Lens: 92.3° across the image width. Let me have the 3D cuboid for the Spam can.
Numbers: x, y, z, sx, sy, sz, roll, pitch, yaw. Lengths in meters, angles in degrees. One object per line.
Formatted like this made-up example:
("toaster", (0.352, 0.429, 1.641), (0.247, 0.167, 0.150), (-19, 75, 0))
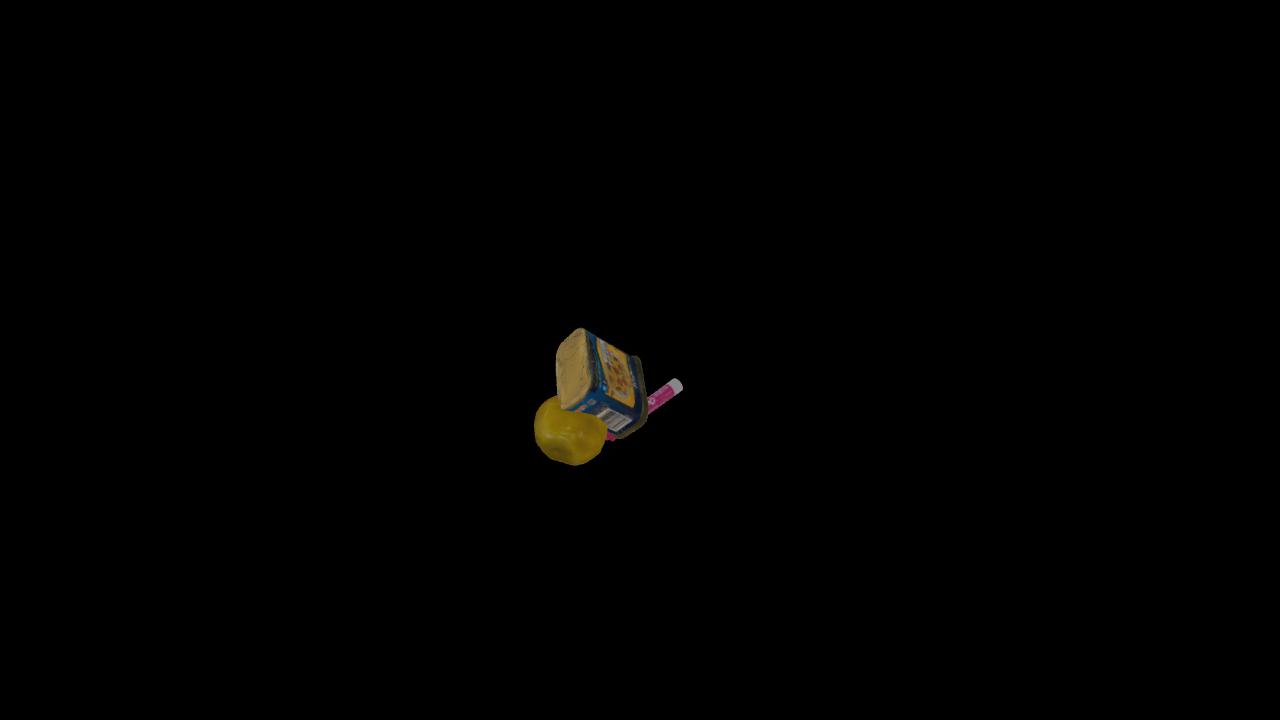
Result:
("Spam can", (-0.043, 0.024, 0.673), (0.058, 0.101, 0.085), (-37, -48, 27))

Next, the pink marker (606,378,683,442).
("pink marker", (0.003, 0.060, 0.738), (0.121, 0.020, 0.020), (-34, 18, -29))

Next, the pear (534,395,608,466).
("pear", (-0.067, 0.057, 0.672), (0.080, 0.111, 0.080), (12, -41, 11))
